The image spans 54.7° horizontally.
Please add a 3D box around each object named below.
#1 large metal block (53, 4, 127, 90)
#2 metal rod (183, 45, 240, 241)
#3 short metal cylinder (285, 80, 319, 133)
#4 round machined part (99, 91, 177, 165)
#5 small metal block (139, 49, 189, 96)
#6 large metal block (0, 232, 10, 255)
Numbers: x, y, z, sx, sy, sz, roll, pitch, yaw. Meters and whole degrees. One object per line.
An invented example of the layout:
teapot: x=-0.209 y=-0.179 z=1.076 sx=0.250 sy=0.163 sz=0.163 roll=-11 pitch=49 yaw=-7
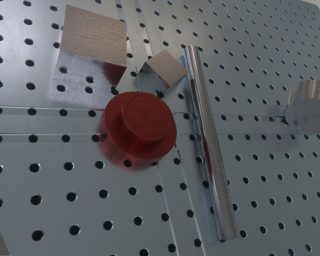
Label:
large metal block: x=-0.090 y=-0.104 z=0.407 sx=0.081 sy=0.050 sz=0.080 roll=10 pitch=57 yaw=-23
metal rod: x=0.067 y=0.002 z=0.442 sx=0.025 sy=0.025 sz=0.299 roll=7 pitch=58 yaw=-25
short metal cylinder: x=0.263 y=-0.037 z=0.536 sx=0.080 sy=0.080 sz=0.050 roll=34 pitch=51 yaw=-6
round machined part: x=-0.022 y=-0.006 z=0.389 sx=0.099 sy=0.042 sz=0.098 roll=14 pitch=56 yaw=-21
small metal block: x=0.006 y=-0.083 z=0.462 sx=0.050 sy=0.025 sz=0.050 roll=45 pitch=51 yaw=3
large metal block: x=-0.153 y=0.090 z=0.235 sx=0.050 sy=0.080 sz=0.080 roll=-21 pitch=73 yaw=-36
